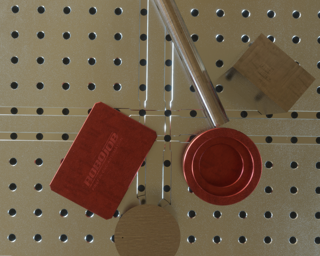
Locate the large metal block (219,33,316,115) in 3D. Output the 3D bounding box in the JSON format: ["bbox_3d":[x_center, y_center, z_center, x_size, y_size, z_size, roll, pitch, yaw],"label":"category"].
[{"bbox_3d":[0.128,-0.062,0.388,0.080,0.080,0.050,40,90,-1],"label":"large metal block"}]

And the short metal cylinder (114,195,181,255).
[{"bbox_3d":[-0.015,0.132,0.401,0.081,0.050,0.079,0,90,-1],"label":"short metal cylinder"}]

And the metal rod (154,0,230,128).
[{"bbox_3d":[0.019,-0.140,0.413,0.025,0.025,0.299,-25,90,0],"label":"metal rod"}]

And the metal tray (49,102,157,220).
[{"bbox_3d":[-0.072,0.042,0.410,0.090,0.030,0.130,29,90,-1],"label":"metal tray"}]

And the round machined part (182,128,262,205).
[{"bbox_3d":[0.078,0.048,0.406,0.099,0.042,0.097,0,90,-1],"label":"round machined part"}]
